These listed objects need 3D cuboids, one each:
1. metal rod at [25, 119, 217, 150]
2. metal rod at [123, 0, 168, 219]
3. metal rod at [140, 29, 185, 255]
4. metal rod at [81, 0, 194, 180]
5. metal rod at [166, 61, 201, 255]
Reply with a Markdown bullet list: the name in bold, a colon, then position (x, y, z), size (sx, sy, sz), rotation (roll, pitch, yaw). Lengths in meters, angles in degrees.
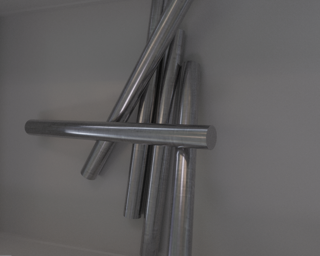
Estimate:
- **metal rod**: position (-0.073, 0.004, 0.393), size (0.300, 0.025, 0.025), rotation (2, 91, 34)
- **metal rod**: position (-0.018, -0.028, 0.416), size (0.025, 0.025, 0.298), rotation (9, 93, 20)
- **metal rod**: position (0.003, 0.022, 0.409), size (0.025, 0.025, 0.298), rotation (8, 93, 20)
- **metal rod**: position (-0.031, -0.053, 0.395), size (0.025, 0.025, 0.298), rotation (37, 112, 16)
- **metal rod**: position (0.026, 0.056, 0.336), size (0.025, 0.025, 0.299), rotation (-4, 64, 20)
